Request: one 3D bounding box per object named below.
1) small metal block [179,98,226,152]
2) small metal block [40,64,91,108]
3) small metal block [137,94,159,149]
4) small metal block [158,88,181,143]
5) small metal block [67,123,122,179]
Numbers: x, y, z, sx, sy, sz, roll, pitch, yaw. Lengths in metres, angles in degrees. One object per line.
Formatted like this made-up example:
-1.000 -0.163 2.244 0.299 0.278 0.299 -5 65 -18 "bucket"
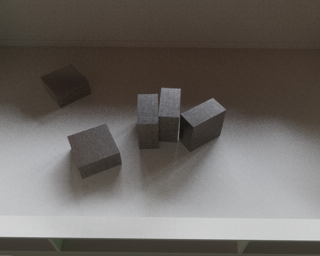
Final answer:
0.053 -0.003 0.392 0.050 0.050 0.025 -27 55 -21 "small metal block"
-0.139 -0.063 0.457 0.050 0.025 0.050 -31 57 -24 "small metal block"
-0.015 -0.008 0.395 0.025 0.050 0.050 -1 50 0 "small metal block"
0.012 -0.016 0.403 0.025 0.050 0.050 4 50 3 "small metal block"
-0.080 0.028 0.381 0.050 0.025 0.050 -20 53 -16 "small metal block"
